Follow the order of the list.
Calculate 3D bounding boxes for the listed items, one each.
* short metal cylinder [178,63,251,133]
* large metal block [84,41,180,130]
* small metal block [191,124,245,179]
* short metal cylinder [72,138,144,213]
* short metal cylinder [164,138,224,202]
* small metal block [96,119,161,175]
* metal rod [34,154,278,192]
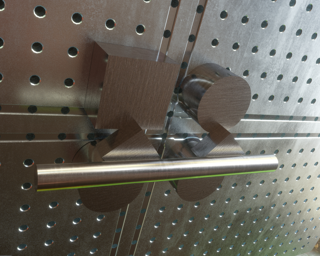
[{"bbox_3d":[0.072,-0.040,0.409,0.081,0.050,0.079,-14,124,-21],"label":"short metal cylinder"},{"bbox_3d":[-0.034,-0.045,0.348,0.081,0.050,0.079,1,118,-29],"label":"large metal block"},{"bbox_3d":[0.077,0.031,0.408,0.050,0.025,0.050,-42,130,1],"label":"small metal block"},{"bbox_3d":[-0.067,0.060,0.394,0.081,0.050,0.079,-14,124,-21],"label":"short metal cylinder"},{"bbox_3d":[0.050,0.062,0.460,0.081,0.050,0.079,-14,124,-21],"label":"short metal cylinder"},{"bbox_3d":[-0.034,0.027,0.344,0.050,0.025,0.050,-35,129,-6],"label":"small metal block"},{"bbox_3d":[0.020,0.047,0.353,0.303,0.025,0.025,1,118,-29],"label":"metal rod"}]
